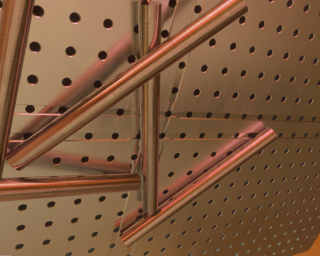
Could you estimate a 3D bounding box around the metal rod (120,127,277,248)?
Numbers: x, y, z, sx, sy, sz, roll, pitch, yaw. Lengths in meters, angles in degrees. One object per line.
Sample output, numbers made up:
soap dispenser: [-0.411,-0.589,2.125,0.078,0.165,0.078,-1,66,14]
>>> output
metal rod: [0.066,0.094,0.507,0.301,0.025,0.025,-35,129,-6]

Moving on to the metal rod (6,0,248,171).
metal rod: [-0.039,-0.047,0.335,0.300,0.025,0.025,-34,130,4]

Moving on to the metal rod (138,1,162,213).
metal rod: [-0.013,-0.004,0.402,0.025,0.025,0.298,-13,124,-22]

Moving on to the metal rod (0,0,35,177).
metal rod: [-0.167,-0.002,0.319,0.025,0.025,0.298,7,115,-32]

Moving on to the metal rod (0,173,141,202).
metal rod: [-0.149,0.067,0.344,0.302,0.025,0.025,5,116,-40]
